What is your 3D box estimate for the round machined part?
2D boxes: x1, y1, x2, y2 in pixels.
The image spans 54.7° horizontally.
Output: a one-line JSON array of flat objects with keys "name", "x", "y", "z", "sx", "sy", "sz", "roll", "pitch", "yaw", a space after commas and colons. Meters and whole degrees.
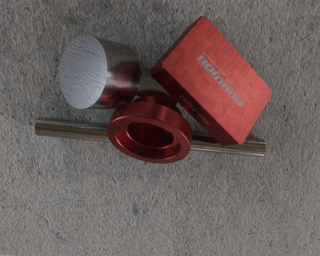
[{"name": "round machined part", "x": -0.010, "y": 0.000, "z": 0.369, "sx": 0.098, "sy": 0.042, "sz": 0.098, "roll": 10, "pitch": 146, "yaw": 7}]

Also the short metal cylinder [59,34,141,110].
[{"name": "short metal cylinder", "x": -0.069, "y": -0.061, "z": 0.353, "sx": 0.080, "sy": 0.050, "sz": 0.079, "roll": 1, "pitch": 92, "yaw": 37}]

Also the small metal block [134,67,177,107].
[{"name": "small metal block", "x": -0.002, "y": -0.049, "z": 0.378, "sx": 0.050, "sy": 0.050, "sz": 0.025, "roll": 22, "pitch": 109, "yaw": -8}]

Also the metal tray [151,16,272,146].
[{"name": "metal tray", "x": 0.064, "y": -0.052, "z": 0.362, "sx": 0.130, "sy": 0.030, "sz": 0.090, "roll": 43, "pitch": 66, "yaw": -15}]

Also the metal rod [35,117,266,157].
[{"name": "metal rod", "x": -0.010, "y": 0.013, "z": 0.416, "sx": 0.302, "sy": 0.025, "sz": 0.025, "roll": 6, "pitch": 110, "yaw": -3}]
